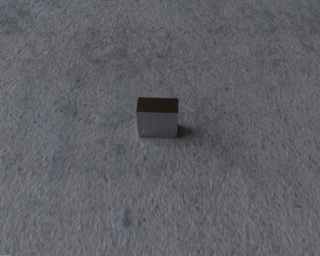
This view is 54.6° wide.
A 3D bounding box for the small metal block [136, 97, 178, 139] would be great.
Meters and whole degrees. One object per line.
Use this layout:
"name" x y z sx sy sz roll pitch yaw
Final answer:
"small metal block" -0.003 -0.012 0.398 0.050 0.050 0.025 2 50 1
